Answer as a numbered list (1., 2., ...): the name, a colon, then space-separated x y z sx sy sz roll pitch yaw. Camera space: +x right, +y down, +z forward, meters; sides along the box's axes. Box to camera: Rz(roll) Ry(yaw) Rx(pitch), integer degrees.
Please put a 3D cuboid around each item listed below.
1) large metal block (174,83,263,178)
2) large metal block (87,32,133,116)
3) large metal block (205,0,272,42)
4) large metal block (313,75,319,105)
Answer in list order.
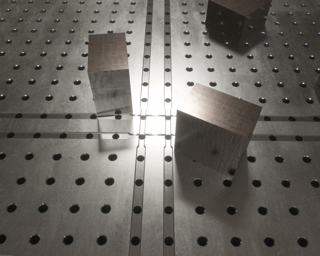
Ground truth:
1. large metal block: 0.066 0.004 0.370 0.080 0.080 0.050 24 54 18
2. large metal block: -0.068 -0.075 0.434 0.050 0.080 0.080 -6 50 -5
3. large metal block: 0.143 -0.213 0.573 0.080 0.050 0.080 -37 60 -27
4. large metal block: 0.275 -0.046 0.434 0.080 0.050 0.080 3 50 2
